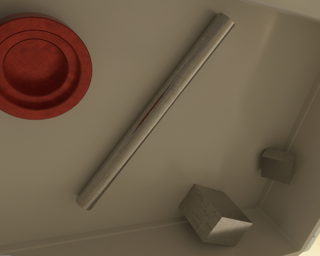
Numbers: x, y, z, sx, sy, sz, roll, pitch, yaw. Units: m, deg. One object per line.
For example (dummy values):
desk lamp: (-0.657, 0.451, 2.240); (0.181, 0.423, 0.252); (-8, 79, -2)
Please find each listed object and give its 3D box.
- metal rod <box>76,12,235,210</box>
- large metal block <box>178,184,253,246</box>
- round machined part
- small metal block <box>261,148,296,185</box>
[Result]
metal rod: (-0.011, -0.015, 0.394); (0.025, 0.025, 0.299); (31, 101, -38)
large metal block: (0.091, 0.144, 0.515); (0.080, 0.080, 0.050); (22, 106, -37)
round machined part: (-0.119, -0.060, 0.296); (0.099, 0.042, 0.097); (-14, 125, -21)
small metal block: (0.209, 0.067, 0.548); (0.025, 0.050, 0.050); (-47, 139, -40)
